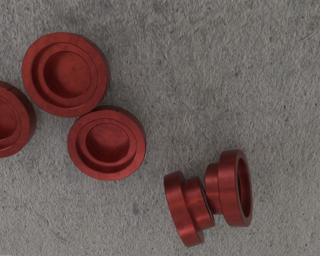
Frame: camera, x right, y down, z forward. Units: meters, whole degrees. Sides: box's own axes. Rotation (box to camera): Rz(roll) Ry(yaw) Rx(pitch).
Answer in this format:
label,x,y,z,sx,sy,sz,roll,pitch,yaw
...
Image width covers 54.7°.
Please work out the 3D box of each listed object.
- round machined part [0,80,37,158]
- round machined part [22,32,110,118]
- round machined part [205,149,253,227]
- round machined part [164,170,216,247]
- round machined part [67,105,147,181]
label,x,y,z,sx,sy,sz,roll,pitch,yaw
round machined part,-0.206,-0.014,0.393,0.099,0.042,0.097,0,110,0
round machined part,-0.109,-0.065,0.374,0.099,0.042,0.097,0,107,1
round machined part,0.089,0.078,0.404,0.042,0.098,0.097,-8,111,25
round machined part,0.042,0.102,0.409,0.042,0.098,0.098,-20,109,7
round machined part,-0.067,0.016,0.406,0.099,0.042,0.097,0,110,0
